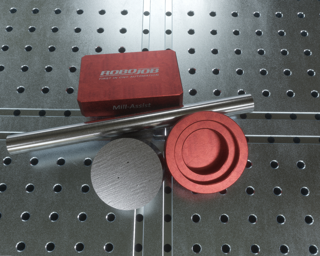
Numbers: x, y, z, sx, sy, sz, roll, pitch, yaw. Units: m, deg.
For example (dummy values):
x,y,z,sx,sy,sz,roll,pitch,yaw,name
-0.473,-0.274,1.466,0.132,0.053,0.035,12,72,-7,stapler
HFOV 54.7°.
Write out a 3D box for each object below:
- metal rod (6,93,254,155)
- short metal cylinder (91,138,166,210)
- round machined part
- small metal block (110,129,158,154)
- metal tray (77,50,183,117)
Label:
x,y,z,sx,sy,sz,roll,pitch,yaw,name
-0.032,-0.006,0.386,0.302,0.025,0.025,-10,71,-4,metal rod
-0.035,0.051,0.367,0.080,0.050,0.079,0,88,5,short metal cylinder
0.054,0.028,0.381,0.099,0.042,0.097,0,92,-4,round machined part
-0.035,0.013,0.415,0.050,0.025,0.050,17,71,5,small metal block
-0.039,-0.062,0.416,0.131,0.030,0.090,-4,51,-3,metal tray
